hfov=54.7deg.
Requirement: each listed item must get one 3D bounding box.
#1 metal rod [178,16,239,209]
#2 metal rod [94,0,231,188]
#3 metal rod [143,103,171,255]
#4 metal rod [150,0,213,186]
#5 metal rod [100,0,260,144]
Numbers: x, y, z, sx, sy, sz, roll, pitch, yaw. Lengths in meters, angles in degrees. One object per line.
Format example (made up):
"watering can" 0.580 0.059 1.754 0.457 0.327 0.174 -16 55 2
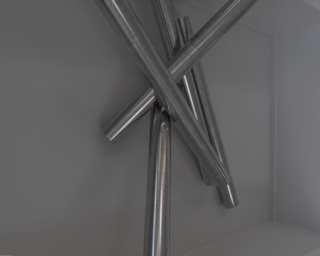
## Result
"metal rod" 0.072 -0.014 0.466 0.025 0.025 0.298 -29 108 -36
"metal rod" 0.022 -0.020 0.355 0.025 0.025 0.300 -57 133 -25
"metal rod" -0.001 0.048 0.331 0.025 0.025 0.300 30 48 -36
"metal rod" 0.036 -0.047 0.410 0.025 0.025 0.298 -37 121 -34
"metal rod" 0.046 -0.096 0.359 0.300 0.025 0.025 -45 121 0
